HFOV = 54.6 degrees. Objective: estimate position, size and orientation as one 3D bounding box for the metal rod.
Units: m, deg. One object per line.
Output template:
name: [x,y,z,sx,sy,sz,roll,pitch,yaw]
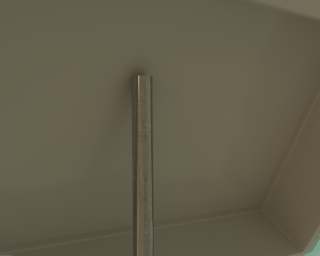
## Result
metal rod: [-0.020,0.089,0.371,0.025,0.025,0.298,-2,94,-28]
